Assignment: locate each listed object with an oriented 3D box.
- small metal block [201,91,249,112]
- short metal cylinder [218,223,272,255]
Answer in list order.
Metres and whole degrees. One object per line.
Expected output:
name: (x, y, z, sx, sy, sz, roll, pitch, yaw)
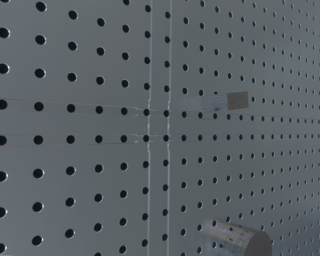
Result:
small metal block: (0.100, -0.041, 0.477, 0.050, 0.050, 0.025, -9, 96, -40)
short metal cylinder: (0.141, 0.205, 0.512, 0.081, 0.050, 0.079, 0, 90, -40)
